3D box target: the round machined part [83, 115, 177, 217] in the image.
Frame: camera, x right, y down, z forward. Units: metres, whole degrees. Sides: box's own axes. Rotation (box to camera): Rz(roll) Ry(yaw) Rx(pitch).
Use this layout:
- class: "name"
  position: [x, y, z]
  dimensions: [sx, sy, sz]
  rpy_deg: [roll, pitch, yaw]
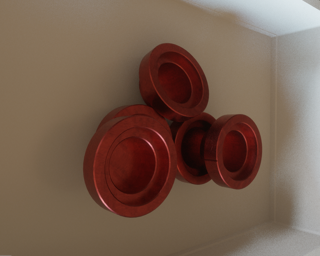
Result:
- class: "round machined part"
  position: [-0.032, 0.036, 0.312]
  dimensions: [0.099, 0.042, 0.097]
  rpy_deg: [0, 90, -40]

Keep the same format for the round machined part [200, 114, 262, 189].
- class: "round machined part"
  position: [0.092, 0.031, 0.416]
  dimensions: [0.099, 0.042, 0.097]
  rpy_deg: [0, 90, -40]

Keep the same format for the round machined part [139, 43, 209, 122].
- class: "round machined part"
  position: [0.013, -0.053, 0.391]
  dimensions: [0.099, 0.042, 0.098]
  rpy_deg: [18, 61, -35]

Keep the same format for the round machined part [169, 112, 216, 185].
- class: "round machined part"
  position: [0.042, 0.027, 0.429]
  dimensions: [0.099, 0.042, 0.097]
  rpy_deg: [0, 90, -40]

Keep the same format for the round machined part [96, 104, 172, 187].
- class: "round machined part"
  position: [-0.035, 0.022, 0.364]
  dimensions: [0.099, 0.042, 0.097]
  rpy_deg: [0, 90, -40]
